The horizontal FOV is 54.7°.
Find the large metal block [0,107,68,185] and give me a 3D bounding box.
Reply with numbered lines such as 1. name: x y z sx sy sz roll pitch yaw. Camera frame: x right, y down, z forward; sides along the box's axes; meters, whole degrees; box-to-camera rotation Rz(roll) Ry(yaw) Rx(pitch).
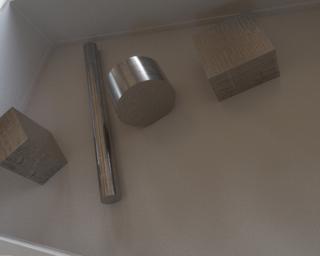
1. large metal block: -0.194 0.027 0.453 0.050 0.080 0.080 -43 51 -1

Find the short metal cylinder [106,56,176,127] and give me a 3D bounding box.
1. short metal cylinder: -0.026 -0.048 0.412 0.080 0.080 0.050 -32 52 7

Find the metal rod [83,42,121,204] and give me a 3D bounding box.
1. metal rod: -0.093 -0.028 0.469 0.025 0.025 0.299 -25 53 13

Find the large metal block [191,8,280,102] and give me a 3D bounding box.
1. large metal block: 0.095 -0.092 0.396 0.080 0.050 0.080 -23 53 14
